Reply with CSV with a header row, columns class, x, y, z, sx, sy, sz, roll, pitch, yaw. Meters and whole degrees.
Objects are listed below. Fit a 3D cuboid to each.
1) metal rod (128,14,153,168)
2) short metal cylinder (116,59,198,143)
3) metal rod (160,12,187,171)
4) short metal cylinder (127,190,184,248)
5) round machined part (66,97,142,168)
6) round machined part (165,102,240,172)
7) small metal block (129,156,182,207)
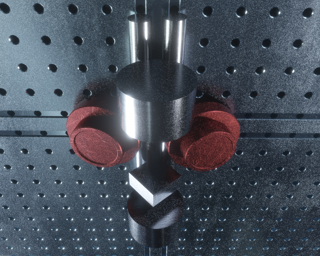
class,x,y,z,sx,sy,sz,roll,pitch,yaw
metal rod,-0.022,0.002,0.411,0.025,0.025,0.298,0,130,-1
short metal cylinder,-0.003,-0.030,0.321,0.081,0.080,0.050,1,130,-1
metal rod,0.013,0.000,0.411,0.025,0.025,0.298,0,130,-1
short metal cylinder,-0.006,0.126,0.454,0.081,0.080,0.050,1,130,-1
round machined part,-0.074,0.012,0.394,0.098,0.042,0.097,9,131,10
round machined part,0.058,0.018,0.399,0.099,0.042,0.097,-10,132,-11
small metal block,-0.007,0.072,0.425,0.050,0.050,0.025,-29,139,-32
